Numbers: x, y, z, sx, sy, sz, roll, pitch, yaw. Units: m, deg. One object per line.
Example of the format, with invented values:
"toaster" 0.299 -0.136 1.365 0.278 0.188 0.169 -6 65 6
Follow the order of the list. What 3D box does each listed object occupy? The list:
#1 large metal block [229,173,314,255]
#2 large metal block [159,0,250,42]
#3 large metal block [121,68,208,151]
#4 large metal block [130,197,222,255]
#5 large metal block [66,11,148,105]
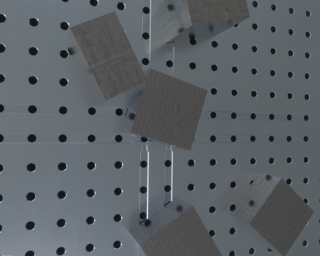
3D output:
"large metal block" 0.165 0.126 0.460 0.080 0.050 0.080 44 76 -15
"large metal block" 0.054 -0.151 0.403 0.081 0.080 0.050 -14 95 -19
"large metal block" 0.005 -0.022 0.401 0.080 0.050 0.080 18 84 -19
"large metal block" 0.020 0.152 0.407 0.080 0.050 0.080 -33 101 -17
"large metal block" -0.065 -0.075 0.359 0.050 0.080 0.080 -28 100 -18
